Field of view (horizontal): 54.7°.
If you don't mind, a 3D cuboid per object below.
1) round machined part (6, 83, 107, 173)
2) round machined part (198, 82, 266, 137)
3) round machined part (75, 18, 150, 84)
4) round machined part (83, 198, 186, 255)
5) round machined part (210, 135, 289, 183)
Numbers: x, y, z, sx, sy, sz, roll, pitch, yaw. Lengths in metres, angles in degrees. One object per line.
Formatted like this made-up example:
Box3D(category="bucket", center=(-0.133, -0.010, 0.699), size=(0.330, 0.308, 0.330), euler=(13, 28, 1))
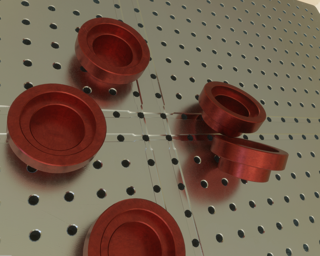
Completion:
Box3D(category="round machined part", center=(-0.112, 0.003, 0.336), size=(0.099, 0.042, 0.098), euler=(14, 56, -21))
Box3D(category="round machined part", center=(0.101, -0.024, 0.455), size=(0.099, 0.042, 0.098), euler=(17, 34, -12))
Box3D(category="round machined part", center=(-0.067, -0.099, 0.423), size=(0.099, 0.042, 0.098), euler=(14, 56, -21))
Box3D(category="round machined part", center=(-0.028, 0.124, 0.308), size=(0.099, 0.042, 0.098), euler=(14, 56, -21))
Box3D(category="round machined part", center=(0.115, 0.041, 0.413), size=(0.099, 0.098, 0.042), euler=(9, 98, -24))
